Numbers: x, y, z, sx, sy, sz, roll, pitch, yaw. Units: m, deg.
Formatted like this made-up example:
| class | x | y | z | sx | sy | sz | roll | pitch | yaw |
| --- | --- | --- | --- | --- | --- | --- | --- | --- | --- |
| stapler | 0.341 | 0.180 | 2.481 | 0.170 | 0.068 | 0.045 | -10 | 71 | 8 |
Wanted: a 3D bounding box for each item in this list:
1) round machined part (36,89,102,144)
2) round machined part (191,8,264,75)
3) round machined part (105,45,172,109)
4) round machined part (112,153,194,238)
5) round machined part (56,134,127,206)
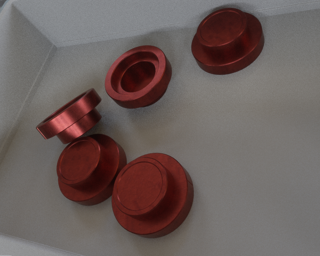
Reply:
| class | x | y | z | sx | sy | sz | roll | pitch | yaw |
| --- | --- | --- | --- | --- | --- | --- | --- | --- | --- |
| round machined part | -0.125 | -0.013 | 0.449 | 0.098 | 0.042 | 0.098 | -31 | 17 | 11 |
| round machined part | 0.089 | -0.125 | 0.425 | 0.098 | 0.042 | 0.098 | -13 | 56 | 21 |
| round machined part | -0.027 | -0.069 | 0.452 | 0.098 | 0.042 | 0.098 | -13 | 56 | 21 |
| round machined part | -0.014 | 0.073 | 0.358 | 0.098 | 0.042 | 0.098 | -13 | 56 | 21 |
| round machined part | -0.098 | 0.050 | 0.416 | 0.098 | 0.042 | 0.098 | -13 | 56 | 21 |
